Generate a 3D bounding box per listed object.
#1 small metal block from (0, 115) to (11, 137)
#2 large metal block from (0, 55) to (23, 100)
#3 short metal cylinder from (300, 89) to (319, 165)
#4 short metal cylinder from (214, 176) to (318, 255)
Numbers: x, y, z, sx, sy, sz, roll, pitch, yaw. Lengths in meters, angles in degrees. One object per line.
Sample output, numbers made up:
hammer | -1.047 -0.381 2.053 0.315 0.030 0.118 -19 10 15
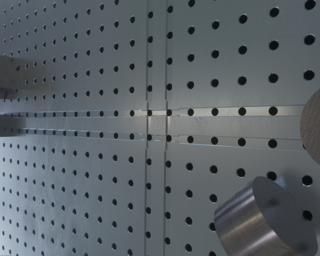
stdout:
small metal block | -0.367 -0.006 0.712 0.050 0.025 0.050 5 93 40
large metal block | -0.354 -0.110 0.665 0.050 0.081 0.080 -30 72 36
short metal cylinder | 0.166 -0.001 0.256 0.080 0.050 0.079 0 90 40
short metal cylinder | 0.098 0.093 0.292 0.050 0.081 0.080 -47 62 30
